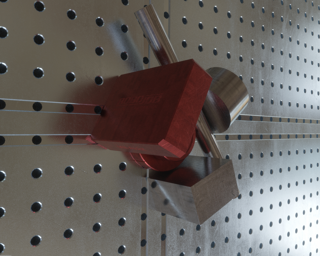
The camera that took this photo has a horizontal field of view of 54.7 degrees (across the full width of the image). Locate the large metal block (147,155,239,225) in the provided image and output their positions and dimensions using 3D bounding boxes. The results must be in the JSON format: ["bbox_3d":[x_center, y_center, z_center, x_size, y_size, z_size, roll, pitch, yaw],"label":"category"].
[{"bbox_3d":[0.044,0.077,0.413,0.081,0.080,0.050,-25,106,-38],"label":"large metal block"}]

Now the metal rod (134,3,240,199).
[{"bbox_3d":[0.046,-0.020,0.422,0.025,0.025,0.299,-43,116,-32],"label":"metal rod"}]

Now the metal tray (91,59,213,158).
[{"bbox_3d":[-0.014,-0.019,0.331,0.030,0.130,0.090,34,69,-35],"label":"metal tray"}]

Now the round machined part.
[{"bbox_3d":[0.009,0.009,0.407,0.099,0.042,0.097,0,90,-40],"label":"round machined part"}]

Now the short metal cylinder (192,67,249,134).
[{"bbox_3d":[0.077,-0.039,0.439,0.050,0.080,0.080,-45,117,-31],"label":"short metal cylinder"}]
